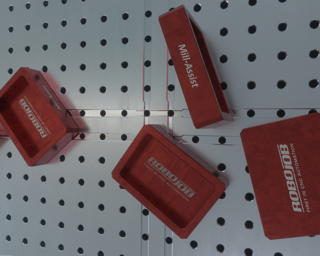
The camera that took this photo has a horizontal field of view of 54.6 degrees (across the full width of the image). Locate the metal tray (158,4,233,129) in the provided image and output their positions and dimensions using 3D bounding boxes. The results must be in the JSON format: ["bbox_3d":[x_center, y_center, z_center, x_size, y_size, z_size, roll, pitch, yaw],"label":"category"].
[{"bbox_3d":[0.045,-0.065,0.362,0.030,0.090,0.129,-20,83,19],"label":"metal tray"}]

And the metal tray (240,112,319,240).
[{"bbox_3d":[0.153,0.055,0.356,0.090,0.030,0.129,-14,85,19],"label":"metal tray"}]

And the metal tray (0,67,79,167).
[{"bbox_3d":[-0.197,-0.017,0.480,0.090,0.030,0.130,-41,77,15],"label":"metal tray"}]

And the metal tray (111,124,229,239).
[{"bbox_3d":[0.011,0.067,0.406,0.130,0.030,0.090,38,102,16],"label":"metal tray"}]
